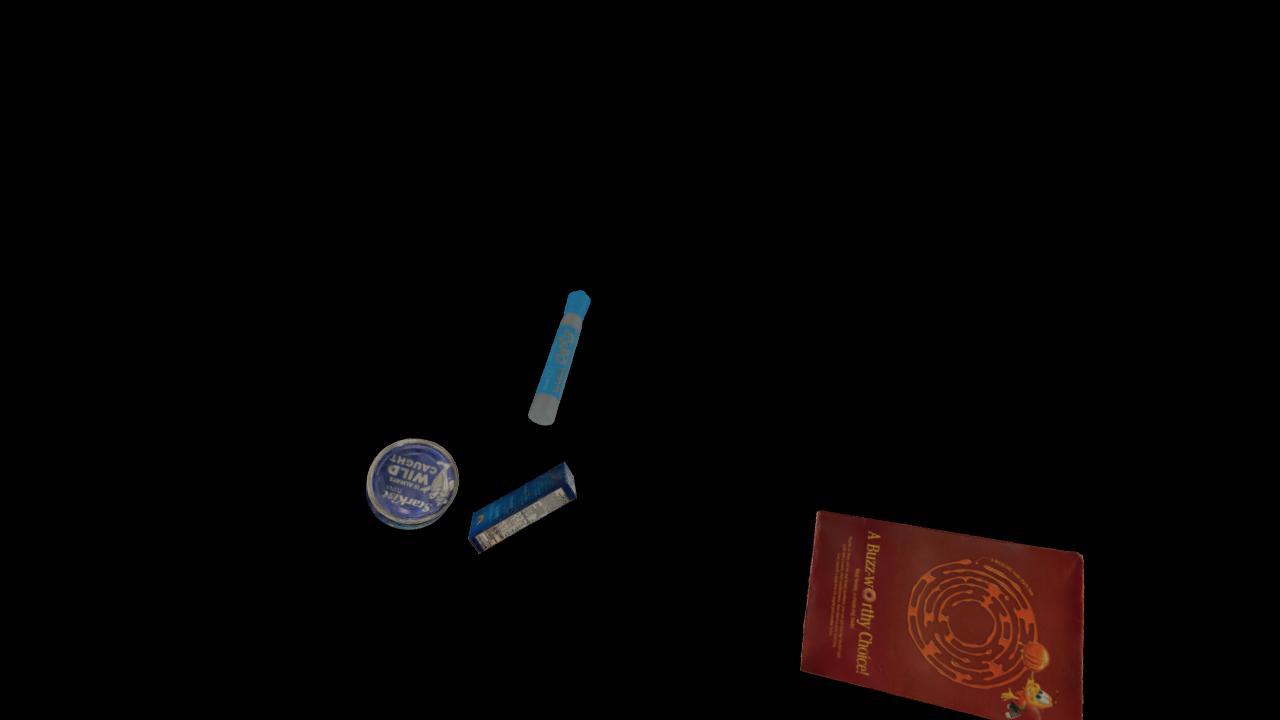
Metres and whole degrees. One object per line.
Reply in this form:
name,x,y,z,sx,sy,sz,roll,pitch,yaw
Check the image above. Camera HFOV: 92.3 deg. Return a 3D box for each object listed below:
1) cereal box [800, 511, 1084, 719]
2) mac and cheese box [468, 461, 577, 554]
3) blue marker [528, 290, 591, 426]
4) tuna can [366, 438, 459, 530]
cereal box,0.366,0.315,0.766,0.306,0.203,0.081,5,-15,19
mac and cheese box,-0.197,0.247,1.040,0.184,0.041,0.093,-30,17,-2
blue marker,-0.058,-0.007,0.460,0.020,0.121,0.020,8,-37,6
tuna can,-0.222,0.122,0.600,0.084,0.084,0.034,0,-27,-27
